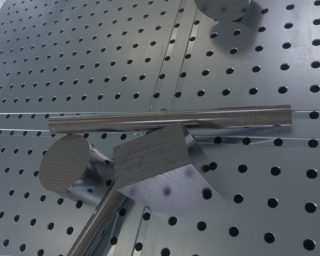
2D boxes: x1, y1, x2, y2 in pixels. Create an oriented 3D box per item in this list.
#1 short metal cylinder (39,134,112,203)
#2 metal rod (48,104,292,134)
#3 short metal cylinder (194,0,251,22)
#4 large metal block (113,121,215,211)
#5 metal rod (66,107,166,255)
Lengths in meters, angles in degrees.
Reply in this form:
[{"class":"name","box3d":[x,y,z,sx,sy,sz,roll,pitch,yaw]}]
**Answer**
[{"class":"short metal cylinder","box3d":[-0.113,0.055,0.418,0.080,0.050,0.080,-13,56,21]},{"class":"metal rod","box3d":[-0.001,-0.009,0.383,0.301,0.025,0.025,-2,60,16]},{"class":"short metal cylinder","box3d":[0.095,-0.202,0.447,0.080,0.080,0.050,9,67,32]},{"class":"large metal block","box3d":[0.006,0.046,0.342,0.080,0.080,0.050,-22,54,15]},{"class":"metal rod","box3d":[-0.067,0.104,0.379,0.025,0.025,0.300,21,73,36]}]
